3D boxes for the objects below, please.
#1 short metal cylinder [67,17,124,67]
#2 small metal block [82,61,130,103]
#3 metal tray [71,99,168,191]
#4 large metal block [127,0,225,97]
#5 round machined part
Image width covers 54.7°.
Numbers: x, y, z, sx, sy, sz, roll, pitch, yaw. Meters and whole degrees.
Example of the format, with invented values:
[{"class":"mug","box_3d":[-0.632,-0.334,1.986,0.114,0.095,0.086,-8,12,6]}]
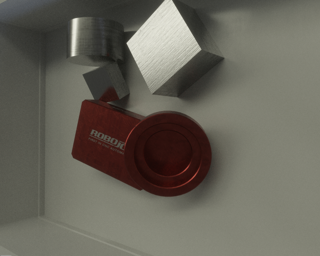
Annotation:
[{"class":"short metal cylinder","box_3d":[-0.092,-0.120,0.444,0.080,0.081,0.050,0,90,39]},{"class":"small metal block","box_3d":[-0.079,-0.065,0.457,0.050,0.025,0.050,-8,112,39]},{"class":"metal tray","box_3d":[-0.059,0.020,0.433,0.130,0.030,0.089,20,103,25]},{"class":"large metal block","box_3d":[0.016,-0.094,0.375,0.080,0.050,0.080,-39,67,33]},{"class":"round machined part","box_3d":[0.010,0.027,0.366,0.099,0.042,0.097,1,101,4]}]
